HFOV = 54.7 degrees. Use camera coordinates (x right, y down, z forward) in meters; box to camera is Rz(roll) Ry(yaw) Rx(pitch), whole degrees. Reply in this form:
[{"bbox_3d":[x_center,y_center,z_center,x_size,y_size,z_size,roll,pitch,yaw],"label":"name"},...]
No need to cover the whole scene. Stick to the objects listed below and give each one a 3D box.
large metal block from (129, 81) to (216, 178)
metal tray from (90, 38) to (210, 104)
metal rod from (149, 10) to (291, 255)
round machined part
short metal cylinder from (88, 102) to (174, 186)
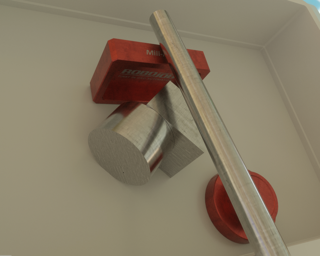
[{"bbox_3d":[0.013,0.004,0.376,0.080,0.080,0.050,41,51,-1],"label":"large metal block"},{"bbox_3d":[-0.014,-0.065,0.397,0.131,0.090,0.030,0,62,-29],"label":"metal tray"},{"bbox_3d":[0.046,-0.010,0.304,0.025,0.025,0.299,-3,57,-30],"label":"metal rod"},{"bbox_3d":[0.111,0.095,0.399,0.099,0.042,0.098,14,56,-21],"label":"round machined part"},{"bbox_3d":[-0.032,0.018,0.344,0.080,0.080,0.050,41,51,-1],"label":"short metal cylinder"}]
